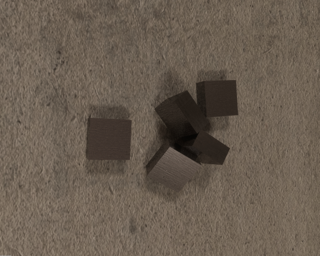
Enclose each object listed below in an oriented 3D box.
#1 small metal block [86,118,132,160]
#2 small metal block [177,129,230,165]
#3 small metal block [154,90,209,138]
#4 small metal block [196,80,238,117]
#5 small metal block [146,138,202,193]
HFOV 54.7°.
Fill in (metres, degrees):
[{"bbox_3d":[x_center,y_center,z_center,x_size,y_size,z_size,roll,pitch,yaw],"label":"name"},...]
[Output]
[{"bbox_3d":[-0.064,0.014,0.386,0.050,0.025,0.050,3,89,-21],"label":"small metal block"},{"bbox_3d":[0.056,0.026,0.417,0.050,0.050,0.025,33,75,-18],"label":"small metal block"},{"bbox_3d":[0.027,-0.016,0.404,0.025,0.050,0.050,-42,103,-29],"label":"small metal block"},{"bbox_3d":[0.081,-0.041,0.440,0.050,0.025,0.050,-5,92,-20],"label":"small metal block"},{"bbox_3d":[0.017,0.049,0.406,0.050,0.025,0.050,31,108,-18],"label":"small metal block"}]
